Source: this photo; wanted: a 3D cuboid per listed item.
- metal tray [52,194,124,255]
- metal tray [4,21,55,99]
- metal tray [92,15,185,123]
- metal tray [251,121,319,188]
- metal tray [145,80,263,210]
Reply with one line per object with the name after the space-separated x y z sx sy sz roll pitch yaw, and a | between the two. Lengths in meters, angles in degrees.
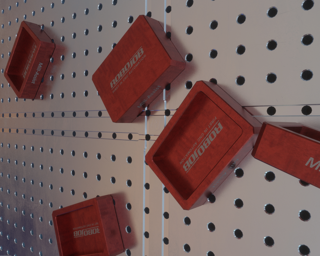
-0.121 0.166 0.502 0.130 0.030 0.090 -24 75 37 | metal tray
-0.264 -0.134 0.619 0.090 0.030 0.129 47 117 29 | metal tray
-0.035 -0.078 0.433 0.129 0.030 0.090 -43 65 31 | metal tray
0.151 0.032 0.242 0.130 0.091 0.030 27 107 36 | metal tray
0.046 0.021 0.366 0.090 0.030 0.129 49 118 28 | metal tray
